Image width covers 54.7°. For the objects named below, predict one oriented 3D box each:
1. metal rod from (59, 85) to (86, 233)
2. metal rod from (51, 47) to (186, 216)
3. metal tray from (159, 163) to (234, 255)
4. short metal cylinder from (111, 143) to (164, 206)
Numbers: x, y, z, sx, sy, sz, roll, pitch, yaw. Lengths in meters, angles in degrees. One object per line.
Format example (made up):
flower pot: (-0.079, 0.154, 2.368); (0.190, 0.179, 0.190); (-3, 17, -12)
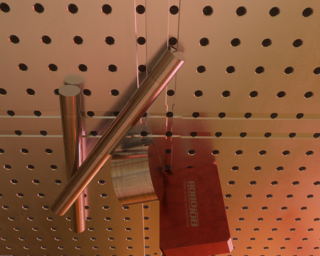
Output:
metal rod: (-0.128, 0.067, 0.467); (0.025, 0.025, 0.298); (6, 130, -5)
metal rod: (-0.068, 0.021, 0.408); (0.025, 0.025, 0.299); (29, 118, -22)
metal tray: (0.047, 0.114, 0.441); (0.090, 0.130, 0.030); (-12, 129, 10)
short metal cylinder: (-0.029, 0.064, 0.430); (0.050, 0.080, 0.080); (-12, 129, 10)
